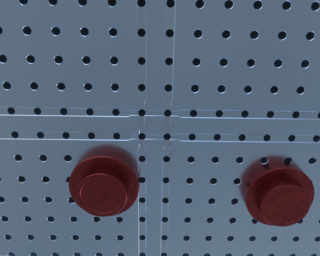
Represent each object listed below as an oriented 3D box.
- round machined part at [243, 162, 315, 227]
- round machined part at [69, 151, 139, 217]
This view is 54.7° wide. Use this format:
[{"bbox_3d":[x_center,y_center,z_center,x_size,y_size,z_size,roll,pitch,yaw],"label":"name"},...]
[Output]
[{"bbox_3d":[0.173,0.101,0.444,0.099,0.042,0.097,0,110,-1],"label":"round machined part"},{"bbox_3d":[-0.079,0.084,0.434,0.099,0.042,0.097,0,110,-1],"label":"round machined part"}]
